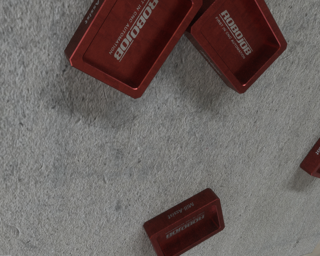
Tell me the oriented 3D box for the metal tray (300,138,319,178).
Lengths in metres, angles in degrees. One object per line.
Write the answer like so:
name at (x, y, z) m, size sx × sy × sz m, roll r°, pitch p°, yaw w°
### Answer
metal tray at (0.350, 0.042, 0.620) m, size 0.091 × 0.030 × 0.129 m, roll 18°, pitch 109°, yaw -35°

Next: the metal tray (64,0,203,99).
metal tray at (-0.027, -0.105, 0.323) m, size 0.090 × 0.030 × 0.129 m, roll 26°, pitch 104°, yaw -37°

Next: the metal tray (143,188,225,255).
metal tray at (0.045, 0.169, 0.532) m, size 0.131 × 0.030 × 0.090 m, roll -26°, pitch 128°, yaw -12°

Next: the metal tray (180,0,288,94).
metal tray at (0.095, -0.114, 0.384) m, size 0.090 × 0.030 × 0.130 m, roll -47°, pitch 129°, yaw 5°
